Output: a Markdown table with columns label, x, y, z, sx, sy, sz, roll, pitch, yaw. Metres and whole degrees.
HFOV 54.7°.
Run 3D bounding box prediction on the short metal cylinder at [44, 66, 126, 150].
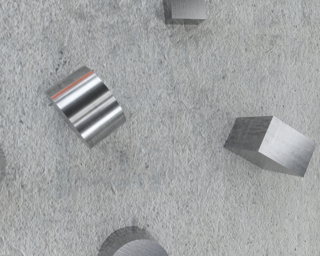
| label | x | y | z | sx | sy | sz | roll | pitch | yaw |
| --- | --- | --- | --- | --- | --- | --- | --- | --- | --- |
| short metal cylinder | -0.083 | -0.022 | 0.349 | 0.050 | 0.080 | 0.080 | -39 | 103 | -16 |

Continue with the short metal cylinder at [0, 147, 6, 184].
| label | x | y | z | sx | sy | sz | roll | pitch | yaw |
| --- | --- | --- | --- | --- | --- | --- | --- | --- | --- |
| short metal cylinder | -0.206 | 0.044 | 0.320 | 0.081 | 0.050 | 0.079 | 0 | 90 | -20 |

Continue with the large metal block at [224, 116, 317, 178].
| label | x | y | z | sx | sy | sz | roll | pitch | yaw |
| --- | --- | --- | --- | --- | --- | --- | --- | --- | --- |
| large metal block | 0.152 | 0.025 | 0.436 | 0.080 | 0.080 | 0.050 | 29 | 81 | -18 |

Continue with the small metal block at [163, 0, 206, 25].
| label | x | y | z | sx | sy | sz | roll | pitch | yaw |
| --- | --- | --- | --- | --- | --- | --- | --- | --- | --- |
| small metal block | 0.033 | -0.169 | 0.421 | 0.050 | 0.025 | 0.050 | -6 | 92 | -20 |

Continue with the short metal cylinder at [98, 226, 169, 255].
| label | x | y | z | sx | sy | sz | roll | pitch | yaw |
| --- | --- | --- | --- | --- | --- | --- | --- | --- | --- |
| short metal cylinder | -0.033 | 0.170 | 0.384 | 0.081 | 0.050 | 0.079 | 0 | 90 | -20 |
